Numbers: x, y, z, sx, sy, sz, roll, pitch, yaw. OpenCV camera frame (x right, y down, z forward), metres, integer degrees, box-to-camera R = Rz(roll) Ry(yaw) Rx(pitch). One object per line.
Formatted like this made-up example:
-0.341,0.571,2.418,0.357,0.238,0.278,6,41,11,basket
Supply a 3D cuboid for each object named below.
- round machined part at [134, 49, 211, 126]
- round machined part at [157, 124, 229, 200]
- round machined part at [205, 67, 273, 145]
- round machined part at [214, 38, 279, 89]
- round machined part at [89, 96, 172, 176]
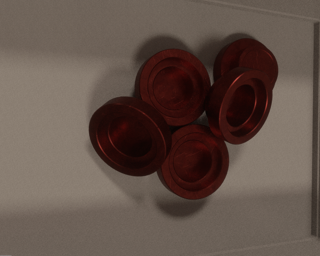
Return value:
0.014,-0.051,0.408,0.099,0.042,0.097,0,90,-20,round machined part
0.040,0.043,0.417,0.099,0.042,0.097,0,90,-21,round machined part
0.097,-0.031,0.401,0.099,0.042,0.097,-16,118,-32,round machined part
0.131,-0.083,0.452,0.099,0.042,0.097,0,90,-21,round machined part
-0.031,0.006,0.371,0.098,0.098,0.042,55,35,-13,round machined part
